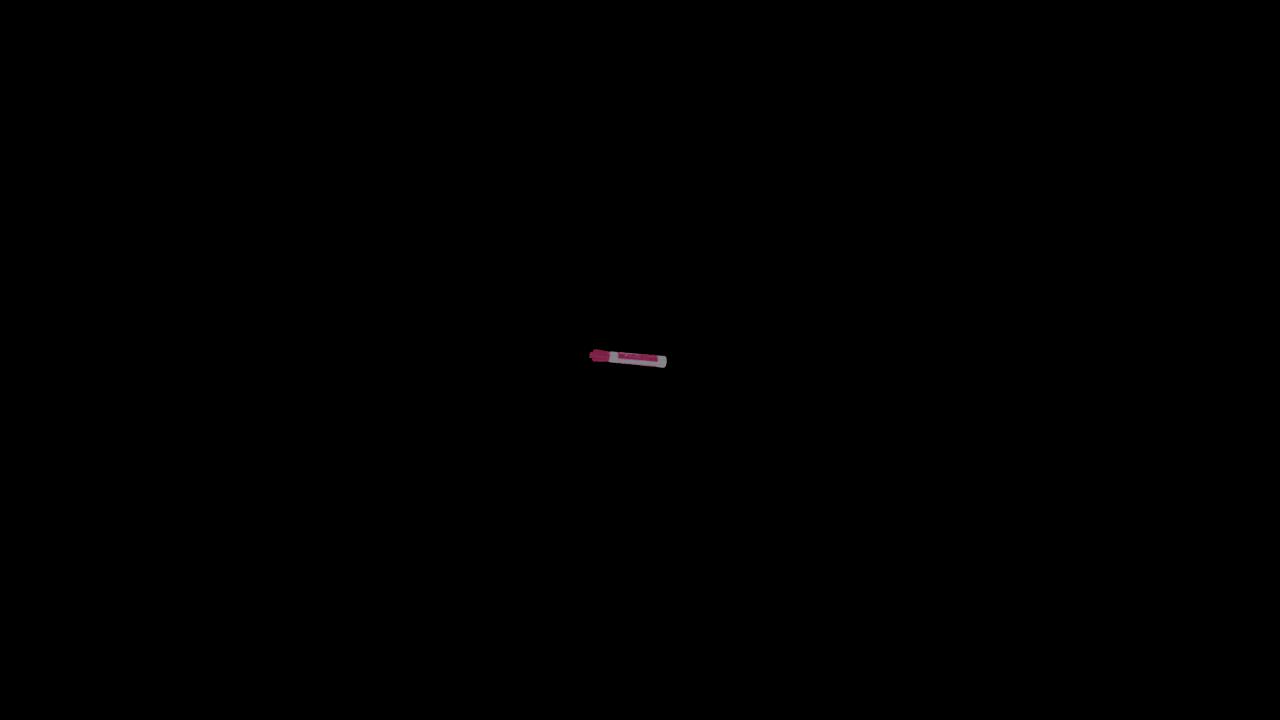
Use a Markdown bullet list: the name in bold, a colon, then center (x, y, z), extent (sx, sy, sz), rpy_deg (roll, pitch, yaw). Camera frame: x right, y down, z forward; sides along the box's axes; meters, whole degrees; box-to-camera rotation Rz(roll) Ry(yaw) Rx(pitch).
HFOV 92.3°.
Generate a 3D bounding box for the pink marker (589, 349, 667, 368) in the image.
- **pink marker**: center (-0.018, -0.002, 0.937), extent (0.121, 0.020, 0.020), rpy_deg (6, -2, -20)
